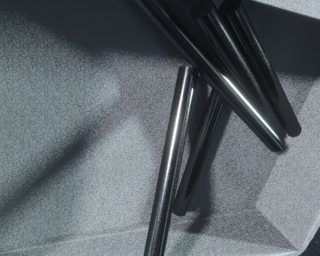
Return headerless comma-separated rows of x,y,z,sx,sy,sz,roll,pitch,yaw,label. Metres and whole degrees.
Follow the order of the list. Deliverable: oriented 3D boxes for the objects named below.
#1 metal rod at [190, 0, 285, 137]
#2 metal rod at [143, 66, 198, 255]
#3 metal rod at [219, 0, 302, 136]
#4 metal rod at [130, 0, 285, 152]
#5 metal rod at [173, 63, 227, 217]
0.120,-0.055,0.415,0.025,0.025,0.301,-47,138,4,metal rod
0.008,0.073,0.384,0.025,0.025,0.298,12,89,-34,metal rod
0.154,-0.063,0.434,0.025,0.025,0.301,-47,136,4,metal rod
0.076,-0.057,0.387,0.025,0.025,0.301,-47,121,5,metal rod
0.067,0.007,0.451,0.025,0.025,0.298,1,118,-29,metal rod
